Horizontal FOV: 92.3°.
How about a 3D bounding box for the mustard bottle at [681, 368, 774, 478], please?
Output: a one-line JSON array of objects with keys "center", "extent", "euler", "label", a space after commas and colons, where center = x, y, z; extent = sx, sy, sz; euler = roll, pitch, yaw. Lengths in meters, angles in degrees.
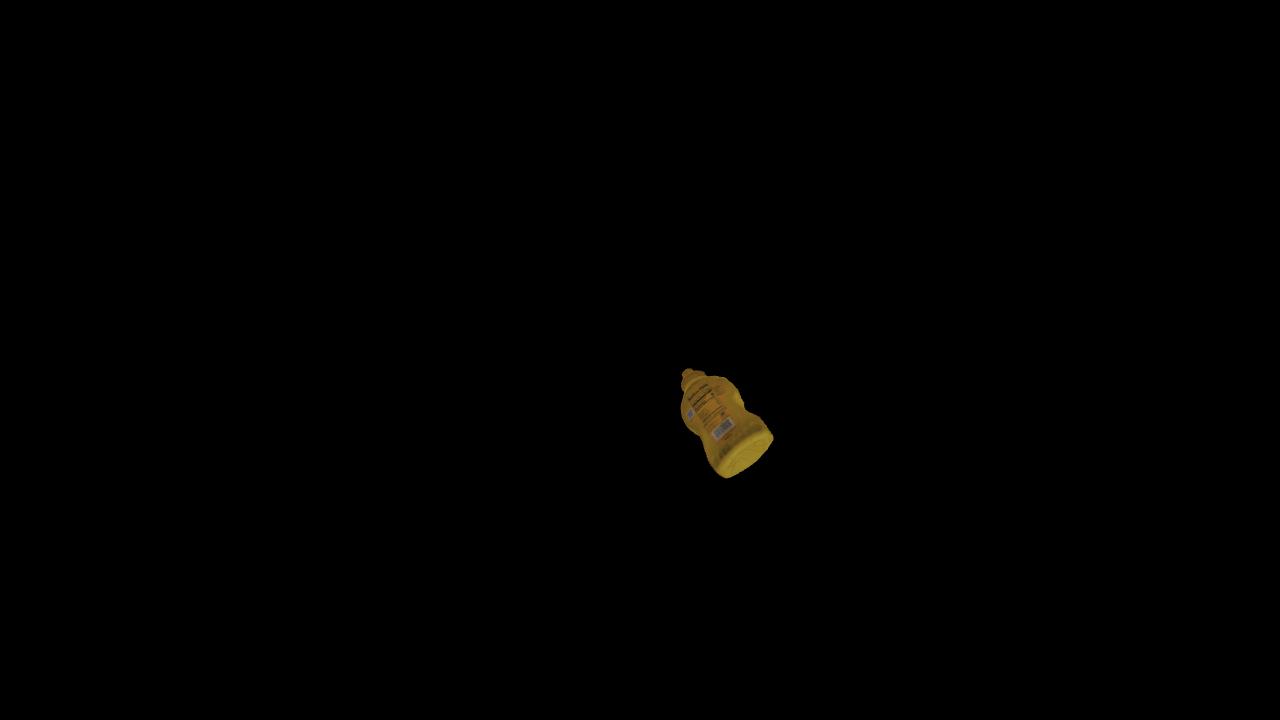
[{"center": [0.104, 0.072, 0.865], "extent": [0.054, 0.092, 0.184], "euler": [31, 18, -40], "label": "mustard bottle"}]
